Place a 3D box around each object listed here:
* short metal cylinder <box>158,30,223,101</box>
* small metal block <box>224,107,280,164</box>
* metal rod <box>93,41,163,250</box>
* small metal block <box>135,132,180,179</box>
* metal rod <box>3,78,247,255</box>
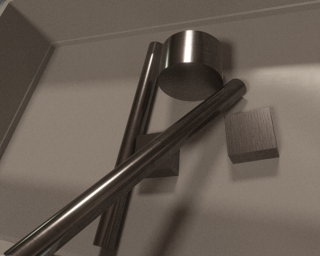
[{"bbox_3d":[0.040,-0.077,0.396,0.080,0.080,0.050,-7,59,24],"label":"short metal cylinder"},{"bbox_3d":[0.102,0.009,0.346,0.050,0.025,0.050,-12,57,21],"label":"small metal block"},{"bbox_3d":[-0.035,0.005,0.419,0.025,0.025,0.300,-1,61,27],"label":"metal rod"},{"bbox_3d":[-0.004,0.034,0.386,0.050,0.025,0.050,-8,58,23],"label":"small metal block"},{"bbox_3d":[-0.007,0.027,0.311,0.025,0.025,0.302,27,51,37],"label":"metal rod"}]
